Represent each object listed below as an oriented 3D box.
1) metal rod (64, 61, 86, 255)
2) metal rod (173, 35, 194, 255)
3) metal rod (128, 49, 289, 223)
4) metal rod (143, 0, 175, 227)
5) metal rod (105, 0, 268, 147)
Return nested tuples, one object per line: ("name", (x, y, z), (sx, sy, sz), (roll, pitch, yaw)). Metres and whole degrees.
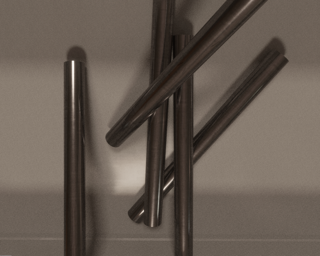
("metal rod", (-0.102, 0.069, 0.371), (0.025, 0.025, 0.298), (-1, 86, 0))
("metal rod", (0.030, 0.035, 0.400), (0.025, 0.025, 0.298), (-1, 101, 0))
("metal rod", (0.055, 0.021, 0.419), (0.025, 0.025, 0.299), (37, 106, -13))
("metal rod", (-0.003, -0.014, 0.391), (0.025, 0.025, 0.298), (3, 105, -2))
("metal rod", (0.021, -0.060, 0.320), (0.025, 0.025, 0.299), (36, 132, -13))
